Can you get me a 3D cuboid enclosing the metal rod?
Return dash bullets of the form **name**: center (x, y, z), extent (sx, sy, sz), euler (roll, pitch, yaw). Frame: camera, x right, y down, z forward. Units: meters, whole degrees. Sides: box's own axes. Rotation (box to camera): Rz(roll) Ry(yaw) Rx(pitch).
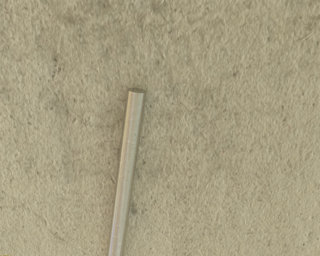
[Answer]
- **metal rod**: center (-0.052, 0.091, 0.442), extent (0.025, 0.025, 0.298), euler (8, 110, -4)
